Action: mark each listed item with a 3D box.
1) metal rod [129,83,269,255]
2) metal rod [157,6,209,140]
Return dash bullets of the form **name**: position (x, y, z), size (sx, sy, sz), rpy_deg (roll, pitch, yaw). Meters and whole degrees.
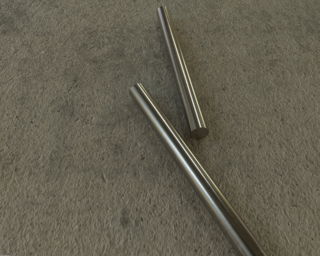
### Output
- **metal rod**: position (0.037, 0.047, 0.364), size (0.025, 0.025, 0.300), rpy_deg (-22, 54, -18)
- **metal rod**: position (0.028, -0.106, 0.492), size (0.025, 0.025, 0.300), rpy_deg (-6, 50, -6)
